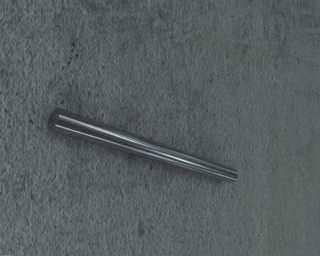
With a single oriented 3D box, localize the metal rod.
[{"bbox_3d":[0.003,0.033,0.406,0.302,0.025,0.025,21,77,-38],"label":"metal rod"}]
